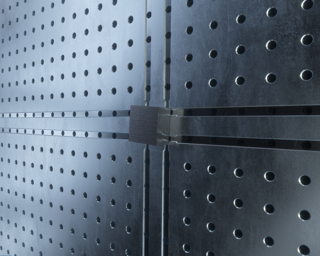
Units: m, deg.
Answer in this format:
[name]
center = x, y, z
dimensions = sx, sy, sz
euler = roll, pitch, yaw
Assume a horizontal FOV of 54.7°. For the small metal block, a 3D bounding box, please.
[small metal block]
center = -0.015, -0.004, 0.419
dimensions = 0.050, 0.025, 0.050
euler = 7, 94, 39
